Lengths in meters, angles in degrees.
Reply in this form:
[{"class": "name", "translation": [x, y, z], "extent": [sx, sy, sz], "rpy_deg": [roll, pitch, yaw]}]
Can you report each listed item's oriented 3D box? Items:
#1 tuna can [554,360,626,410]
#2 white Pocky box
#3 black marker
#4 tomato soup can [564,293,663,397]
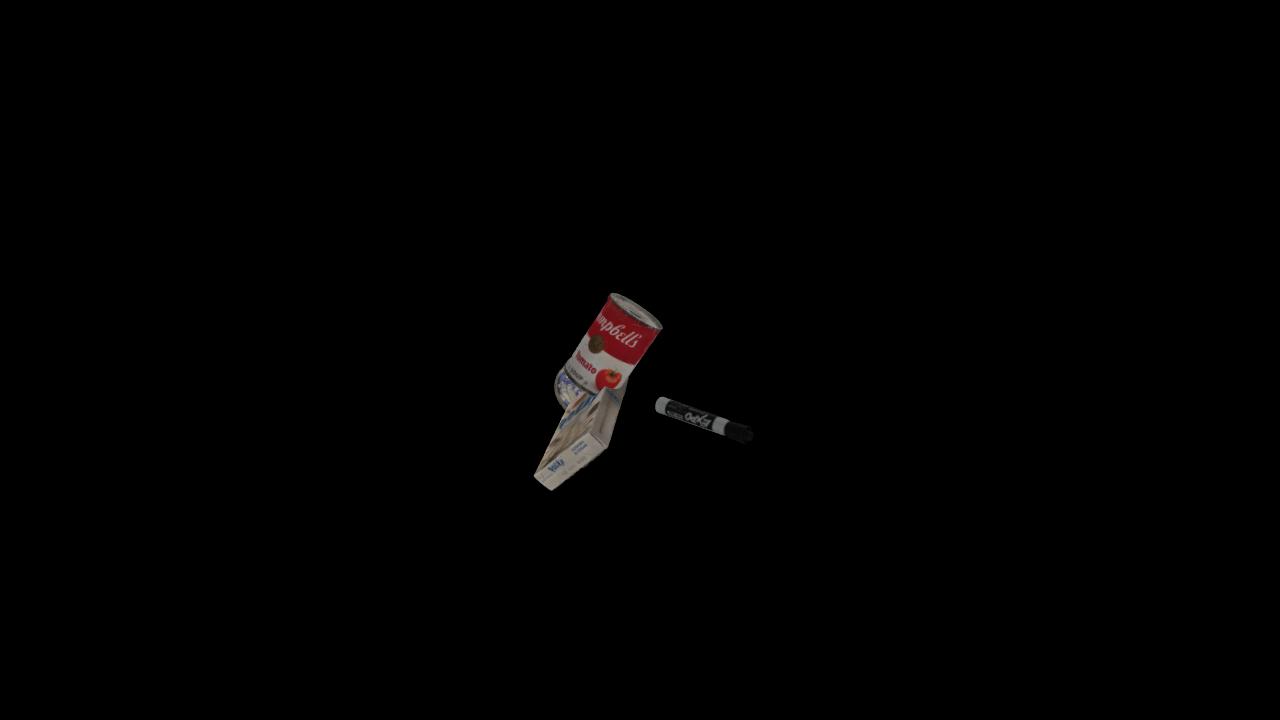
[{"class": "tuna can", "translation": [-0.059, 0.031, 0.749], "extent": [0.084, 0.084, 0.034], "rpy_deg": [0, 27, 15]}, {"class": "white Pocky box", "translation": [-0.058, 0.067, 0.656], "extent": [0.084, 0.028, 0.154], "rpy_deg": [-41, 14, 22]}, {"class": "black marker", "translation": [0.066, 0.062, 0.643], "extent": [0.121, 0.020, 0.020], "rpy_deg": [17, 11, 41]}, {"class": "tomato soup can", "translation": [-0.031, -0.013, 0.674], "extent": [0.068, 0.101, 0.068], "rpy_deg": [32, 16, -10]}]
